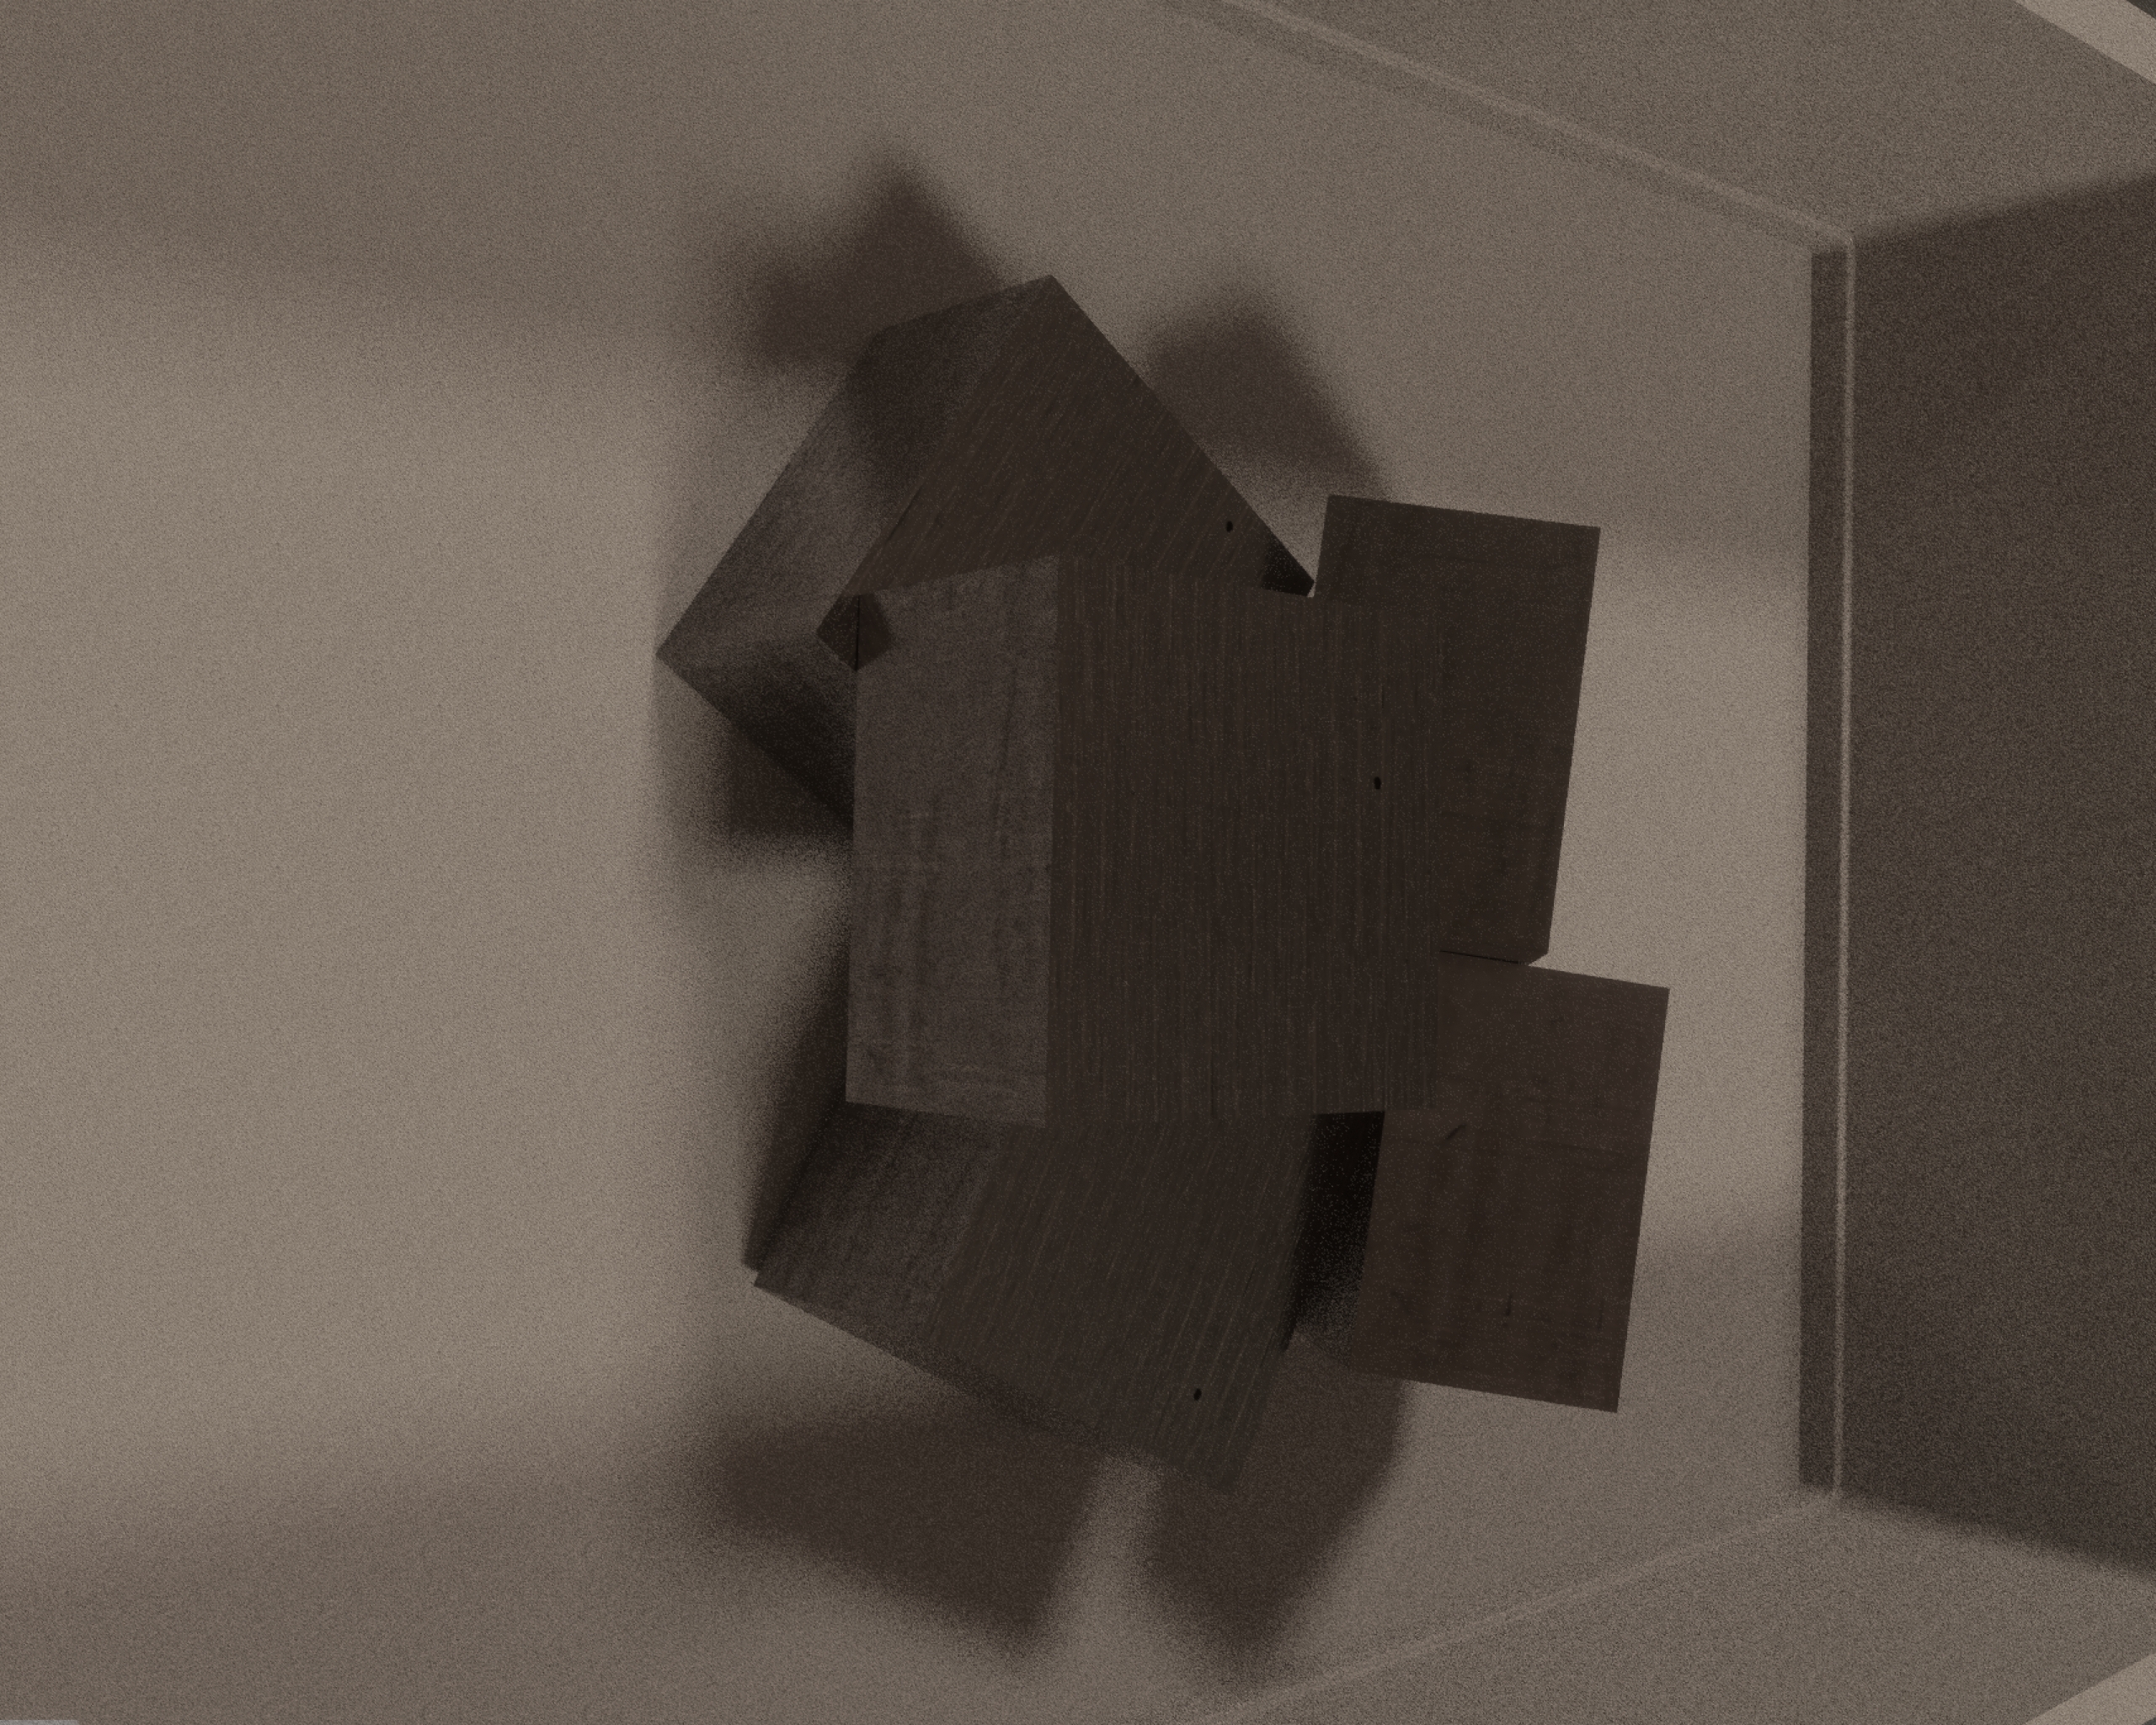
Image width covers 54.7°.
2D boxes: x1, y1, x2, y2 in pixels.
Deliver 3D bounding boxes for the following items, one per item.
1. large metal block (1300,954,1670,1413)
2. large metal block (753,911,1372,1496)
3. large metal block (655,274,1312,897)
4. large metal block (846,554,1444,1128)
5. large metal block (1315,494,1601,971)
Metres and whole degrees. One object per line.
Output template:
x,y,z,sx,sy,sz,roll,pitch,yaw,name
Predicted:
0.080,0.064,0.430,0.050,0.080,0.080,9,82,0,large metal block
0.000,0.061,0.387,0.080,0.050,0.080,37,67,-34,large metal block
-0.014,-0.045,0.379,0.080,0.050,0.080,44,64,-32,large metal block
0.012,-0.001,0.333,0.081,0.050,0.080,3,87,-39,large metal block
0.068,-0.021,0.420,0.080,0.050,0.080,63,36,-81,large metal block
